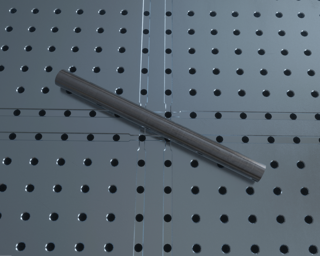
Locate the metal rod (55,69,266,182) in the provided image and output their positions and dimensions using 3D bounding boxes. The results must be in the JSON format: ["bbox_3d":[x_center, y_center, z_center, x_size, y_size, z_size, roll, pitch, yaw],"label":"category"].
[{"bbox_3d":[-0.006,-0.007,0.414,0.301,0.025,0.025,26,72,8],"label":"metal rod"}]
